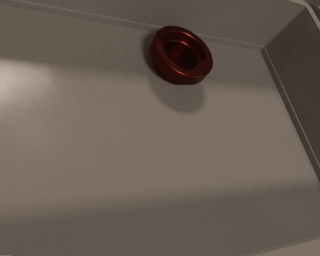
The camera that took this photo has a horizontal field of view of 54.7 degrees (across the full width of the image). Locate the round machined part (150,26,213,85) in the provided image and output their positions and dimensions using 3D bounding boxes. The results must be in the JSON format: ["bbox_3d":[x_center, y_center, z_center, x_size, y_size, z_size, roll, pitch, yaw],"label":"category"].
[{"bbox_3d":[0.029,-0.106,0.477,0.099,0.042,0.098,14,56,-21],"label":"round machined part"}]
